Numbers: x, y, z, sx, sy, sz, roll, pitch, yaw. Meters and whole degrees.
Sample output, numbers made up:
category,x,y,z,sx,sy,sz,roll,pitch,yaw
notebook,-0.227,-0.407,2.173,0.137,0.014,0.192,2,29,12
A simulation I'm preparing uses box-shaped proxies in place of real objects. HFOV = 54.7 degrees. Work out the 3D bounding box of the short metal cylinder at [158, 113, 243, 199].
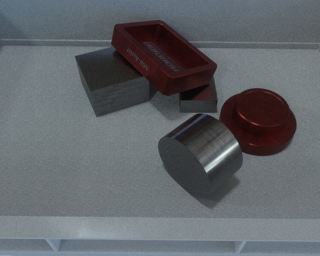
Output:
category,x,y,z,sx,sy,sz,roll,pitch,yaw
short metal cylinder,0.043,0.031,0.344,0.050,0.080,0.080,-35,59,-26

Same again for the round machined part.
category,x,y,z,sx,sy,sz,roll,pitch,yaw
round machined part,0.130,-0.015,0.408,0.099,0.042,0.098,0,50,0

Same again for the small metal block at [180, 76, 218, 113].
category,x,y,z,sx,sy,sz,roll,pitch,yaw
small metal block,0.054,-0.049,0.447,0.050,0.025,0.050,0,50,0

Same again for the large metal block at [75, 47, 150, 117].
category,x,y,z,sx,sy,sz,roll,pitch,yaw
large metal block,-0.068,-0.071,0.448,0.081,0.050,0.080,-19,53,-16

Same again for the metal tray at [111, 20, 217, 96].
category,x,y,z,sx,sy,sz,roll,pitch,yaw
metal tray,0.004,-0.104,0.435,0.091,0.030,0.130,-21,56,-37
